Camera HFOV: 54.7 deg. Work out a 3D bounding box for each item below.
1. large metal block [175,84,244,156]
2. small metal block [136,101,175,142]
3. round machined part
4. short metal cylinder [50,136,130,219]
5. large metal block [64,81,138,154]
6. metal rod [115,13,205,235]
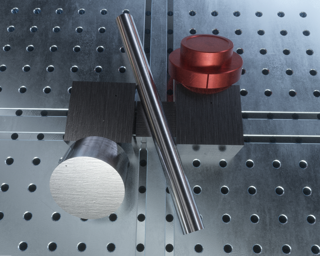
[{"bbox_3d":[0.060,-0.009,0.403,0.081,0.050,0.080,1,70,0],"label":"large metal block"},{"bbox_3d":[-0.006,-0.008,0.415,0.050,0.025,0.050,1,70,0],"label":"small metal block"},{"bbox_3d":[0.061,-0.094,0.411,0.099,0.042,0.098,1,35,0],"label":"round machined part"},{"bbox_3d":[-0.077,0.056,0.355,0.080,0.050,0.079,0,113,1],"label":"short metal cylinder"},{"bbox_3d":[-0.072,-0.013,0.403,0.081,0.050,0.080,2,70,0],"label":"large metal block"},{"bbox_3d":[-0.007,-0.020,0.391,0.025,0.025,0.299,-16,71,-6],"label":"metal rod"}]
